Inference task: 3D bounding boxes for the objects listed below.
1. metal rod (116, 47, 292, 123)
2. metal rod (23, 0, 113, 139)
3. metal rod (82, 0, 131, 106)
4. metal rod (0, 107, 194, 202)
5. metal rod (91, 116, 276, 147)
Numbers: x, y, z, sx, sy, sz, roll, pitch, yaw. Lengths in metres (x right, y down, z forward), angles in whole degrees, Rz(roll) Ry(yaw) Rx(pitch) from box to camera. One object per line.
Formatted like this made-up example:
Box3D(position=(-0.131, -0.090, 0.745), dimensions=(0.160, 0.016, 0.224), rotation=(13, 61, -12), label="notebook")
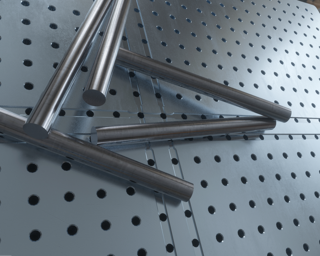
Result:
Box3D(position=(0.062, -0.064, 0.465), dimensions=(0.302, 0.025, 0.025), rotation=(17, 55, -12), label="metal rod")
Box3D(position=(-0.102, -0.109, 0.403), dimensions=(0.025, 0.025, 0.300), rotation=(23, 48, -15), label="metal rod")
Box3D(position=(-0.062, -0.143, 0.435), dimensions=(0.025, 0.025, 0.300), rotation=(20, 45, -17), label="metal rod")
Box3D(position=(-0.099, 0.021, 0.342), dimensions=(0.302, 0.025, 0.025), rotation=(23, 53, -14), label="metal rod")
Box3D(position=(0.053, 0.001, 0.438), dimensions=(0.303, 0.025, 0.025), rotation=(-4, 64, -31), label="metal rod")
